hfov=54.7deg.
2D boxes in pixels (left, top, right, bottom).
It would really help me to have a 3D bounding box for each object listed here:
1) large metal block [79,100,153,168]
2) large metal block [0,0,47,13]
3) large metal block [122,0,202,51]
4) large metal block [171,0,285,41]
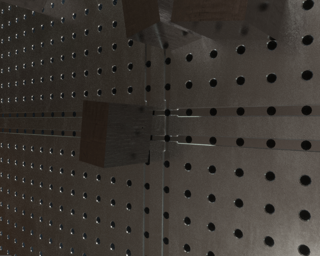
[{"bbox_3d":[-0.058,0.006,0.419,0.050,0.081,0.079,9,96,39],"label":"large metal block"},{"bbox_3d":[-0.270,-0.274,0.593,0.080,0.081,0.050,52,120,27],"label":"large metal block"},{"bbox_3d":[0.002,-0.146,0.370,0.050,0.081,0.080,-13,82,39],"label":"large metal block"},{"bbox_3d":[0.070,-0.123,0.314,0.080,0.081,0.050,15,99,39],"label":"large metal block"}]
